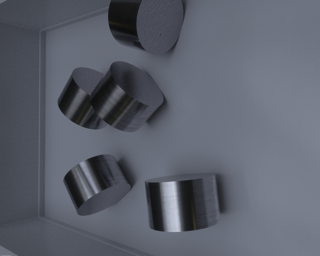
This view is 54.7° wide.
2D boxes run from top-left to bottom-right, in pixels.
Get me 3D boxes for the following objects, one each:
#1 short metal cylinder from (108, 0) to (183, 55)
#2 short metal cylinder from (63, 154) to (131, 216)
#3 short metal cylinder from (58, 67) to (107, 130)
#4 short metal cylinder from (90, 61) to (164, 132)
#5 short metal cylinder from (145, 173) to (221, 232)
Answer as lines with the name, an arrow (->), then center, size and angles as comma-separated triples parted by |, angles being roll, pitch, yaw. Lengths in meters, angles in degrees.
short metal cylinder -> -0.016, -0.136, 0.383 | 0.050, 0.081, 0.079 | 26, 106, 37
short metal cylinder -> -0.089, 0.082, 0.442 | 0.080, 0.081, 0.050 | -48, 62, 29
short metal cylinder -> -0.100, -0.043, 0.451 | 0.080, 0.081, 0.050 | 52, 120, 27
short metal cylinder -> -0.043, -0.041, 0.404 | 0.050, 0.081, 0.080 | -47, 62, 29
short metal cylinder -> 0.025, 0.081, 0.349 | 0.080, 0.081, 0.050 | -9, 84, 39
